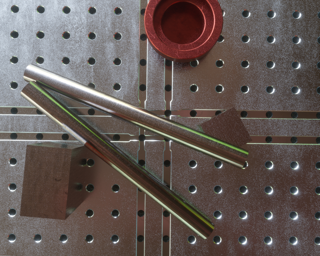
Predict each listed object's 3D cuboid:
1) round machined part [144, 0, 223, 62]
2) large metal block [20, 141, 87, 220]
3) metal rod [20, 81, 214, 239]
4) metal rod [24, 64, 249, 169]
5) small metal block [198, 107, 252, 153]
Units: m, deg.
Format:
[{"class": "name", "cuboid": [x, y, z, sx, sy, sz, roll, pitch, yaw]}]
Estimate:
[{"class": "round machined part", "cuboid": [0.030, -0.134, 0.405, 0.099, 0.042, 0.097, 0, 90, -1]}, {"class": "large metal block", "cuboid": [-0.127, 0.060, 0.384, 0.050, 0.080, 0.079, 6, 90, 0]}, {"class": "metal rod", "cuboid": [-0.052, 0.044, 0.404, 0.300, 0.025, 0.025, 39, 90, -4]}, {"class": "metal rod", "cuboid": [-0.034, -0.017, 0.398, 0.301, 0.025, 0.025, 22, 90, 5]}, {"class": "small metal block", "cuboid": [0.086, 0.006, 0.415, 0.050, 0.025, 0.050, -28, 90, -1]}]
